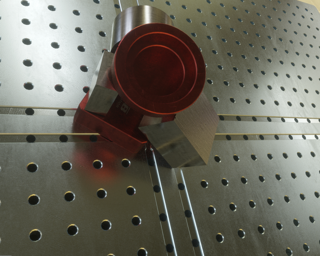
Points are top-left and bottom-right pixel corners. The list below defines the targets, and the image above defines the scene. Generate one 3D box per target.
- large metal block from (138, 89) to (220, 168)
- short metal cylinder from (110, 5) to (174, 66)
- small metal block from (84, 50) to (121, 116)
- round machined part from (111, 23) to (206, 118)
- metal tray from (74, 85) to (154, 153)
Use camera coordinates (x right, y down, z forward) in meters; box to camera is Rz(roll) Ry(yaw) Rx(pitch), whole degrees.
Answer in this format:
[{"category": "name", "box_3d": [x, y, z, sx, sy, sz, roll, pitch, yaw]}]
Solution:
[{"category": "large metal block", "box_3d": [0.028, -0.007, 0.390, 0.080, 0.050, 0.080, 52, 44, -32]}, {"category": "short metal cylinder", "box_3d": [-0.021, -0.103, 0.387, 0.081, 0.080, 0.050, 13, 57, -22]}, {"category": "small metal block", "box_3d": [-0.062, -0.050, 0.350, 0.025, 0.050, 0.050, 18, 55, -19]}, {"category": "round machined part", "box_3d": [-0.004, -0.059, 0.337, 0.099, 0.042, 0.097, 3, 81, -17]}, {"category": "metal tray", "box_3d": [-0.041, -0.042, 0.410, 0.090, 0.030, 0.130, 30, 52, -9]}]
